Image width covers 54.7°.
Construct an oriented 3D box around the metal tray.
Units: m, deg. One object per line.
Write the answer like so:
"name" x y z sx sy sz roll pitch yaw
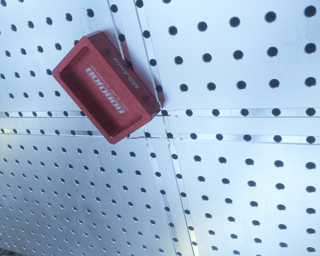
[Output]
"metal tray" -0.072 -0.050 0.413 0.090 0.030 0.130 -32 101 38
